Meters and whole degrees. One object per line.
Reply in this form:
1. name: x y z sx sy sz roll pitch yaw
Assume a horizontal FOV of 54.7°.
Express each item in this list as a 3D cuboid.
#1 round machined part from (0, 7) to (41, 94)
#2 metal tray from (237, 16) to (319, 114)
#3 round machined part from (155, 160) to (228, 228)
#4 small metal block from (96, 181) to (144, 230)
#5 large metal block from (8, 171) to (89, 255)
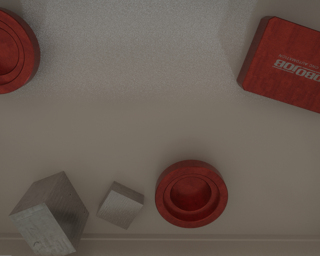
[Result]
1. round machined part: -0.191 -0.092 0.366 0.099 0.042 0.097 0 110 -1
2. metal tray: 0.174 -0.075 0.384 0.131 0.030 0.089 16 109 -7
3. round machined part: 0.042 0.088 0.435 0.099 0.042 0.097 0 110 -1
4. small metal block: -0.058 0.113 0.452 0.050 0.025 0.050 28 107 -11
5. large metal block: -0.146 0.119 0.424 0.050 0.080 0.080 -22 109 7
